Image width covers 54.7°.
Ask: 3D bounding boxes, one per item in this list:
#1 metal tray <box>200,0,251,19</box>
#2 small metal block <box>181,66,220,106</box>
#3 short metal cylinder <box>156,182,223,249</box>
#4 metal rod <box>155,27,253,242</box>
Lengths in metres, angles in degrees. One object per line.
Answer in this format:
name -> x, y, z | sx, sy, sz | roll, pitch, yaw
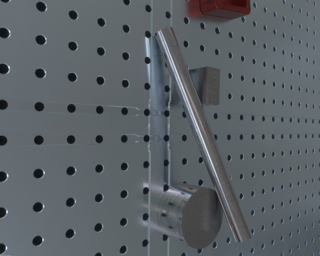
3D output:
metal tray -> 0.101, -0.246, 0.489 | 0.091, 0.030, 0.129 | -9, 96, -40
small metal block -> 0.057, -0.057, 0.440 | 0.025, 0.050, 0.050 | 3, 89, -40
short metal cylinder -> 0.042, 0.119, 0.428 | 0.081, 0.050, 0.080 | 0, 90, -40
metal rod -> 0.059, 0.010, 0.417 | 0.025, 0.025, 0.299 | -22, 92, -38
